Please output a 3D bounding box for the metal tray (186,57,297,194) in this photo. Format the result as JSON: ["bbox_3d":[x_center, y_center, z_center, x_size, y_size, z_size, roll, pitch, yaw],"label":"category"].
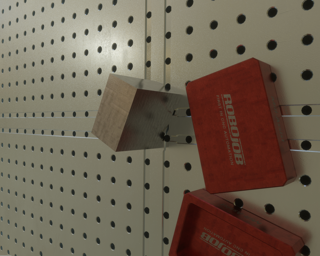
[{"bbox_3d":[0.084,0.001,0.336,0.090,0.030,0.129,-17,79,38],"label":"metal tray"}]

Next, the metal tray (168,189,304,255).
[{"bbox_3d":[0.076,0.135,0.341,0.130,0.030,0.089,21,103,37],"label":"metal tray"}]

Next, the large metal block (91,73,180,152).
[{"bbox_3d":[-0.030,-0.019,0.397,0.050,0.081,0.079,32,110,35],"label":"large metal block"}]
